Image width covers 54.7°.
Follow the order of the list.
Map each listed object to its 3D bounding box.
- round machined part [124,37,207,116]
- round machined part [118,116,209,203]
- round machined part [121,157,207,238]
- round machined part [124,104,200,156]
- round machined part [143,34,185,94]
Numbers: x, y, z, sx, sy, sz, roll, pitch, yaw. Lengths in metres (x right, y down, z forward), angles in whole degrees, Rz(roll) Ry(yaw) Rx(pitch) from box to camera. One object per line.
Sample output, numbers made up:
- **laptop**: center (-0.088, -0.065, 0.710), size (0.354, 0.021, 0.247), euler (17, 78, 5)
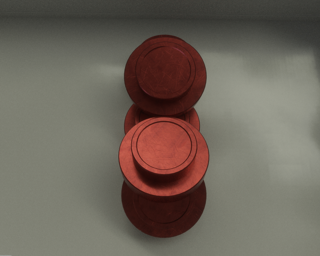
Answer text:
- **round machined part**: center (0.006, -0.062, 0.367), size (0.099, 0.042, 0.097), euler (0, 82, 0)
- **round machined part**: center (0.004, 0.027, 0.335), size (0.099, 0.042, 0.098), euler (0, 59, 0)
- **round machined part**: center (0.004, 0.077, 0.356), size (0.099, 0.042, 0.097), euler (0, 85, 0)
- **round machined part**: center (0.003, -0.004, 0.401), size (0.099, 0.042, 0.098), euler (0, 69, 0)
- **round machined part**: center (0.006, -0.089, 0.420), size (0.099, 0.042, 0.098), euler (0, 54, 0)
